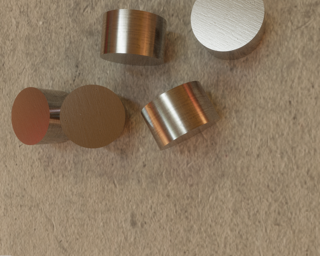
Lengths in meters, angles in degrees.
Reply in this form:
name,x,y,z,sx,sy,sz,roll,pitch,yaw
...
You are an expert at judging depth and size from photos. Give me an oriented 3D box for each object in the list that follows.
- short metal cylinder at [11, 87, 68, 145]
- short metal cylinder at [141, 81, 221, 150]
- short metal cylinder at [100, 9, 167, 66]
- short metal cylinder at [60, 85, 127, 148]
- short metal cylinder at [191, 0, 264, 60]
name,x,y,z,sx,sy,sz,roll,pitch,yaw
short metal cylinder,-0.166,-0.016,0.445,0.080,0.050,0.079,0,90,30
short metal cylinder,0.024,-0.014,0.371,0.080,0.080,0.050,-30,80,17
short metal cylinder,-0.033,-0.111,0.391,0.080,0.080,0.050,5,92,19
short metal cylinder,-0.085,-0.015,0.410,0.081,0.050,0.079,0,91,-4
short metal cylinder,0.082,-0.125,0.367,0.080,0.050,0.079,0,90,19
